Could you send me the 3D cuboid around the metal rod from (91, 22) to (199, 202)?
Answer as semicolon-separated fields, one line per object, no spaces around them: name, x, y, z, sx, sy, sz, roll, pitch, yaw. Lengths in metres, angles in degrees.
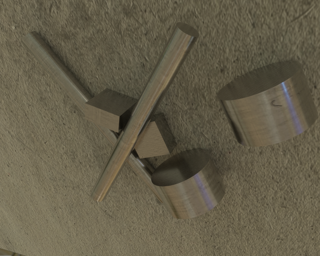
metal rod;-0.034;0.004;0.395;0.025;0.025;0.298;35;128;5

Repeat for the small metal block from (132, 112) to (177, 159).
small metal block;-0.012;0.011;0.420;0.050;0.025;0.050;-12;112;33

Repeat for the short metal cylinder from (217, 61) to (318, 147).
short metal cylinder;0.103;-0.025;0.302;0.080;0.080;0.050;-15;110;34

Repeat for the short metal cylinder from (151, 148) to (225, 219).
short metal cylinder;0.036;0.069;0.395;0.080;0.080;0.050;-15;111;34

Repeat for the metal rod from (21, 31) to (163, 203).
metal rod;-0.084;-0.010;0.444;0.025;0.025;0.300;-34;100;38

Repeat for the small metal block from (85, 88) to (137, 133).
small metal block;-0.063;-0.025;0.409;0.050;0.050;0.025;21;126;15
